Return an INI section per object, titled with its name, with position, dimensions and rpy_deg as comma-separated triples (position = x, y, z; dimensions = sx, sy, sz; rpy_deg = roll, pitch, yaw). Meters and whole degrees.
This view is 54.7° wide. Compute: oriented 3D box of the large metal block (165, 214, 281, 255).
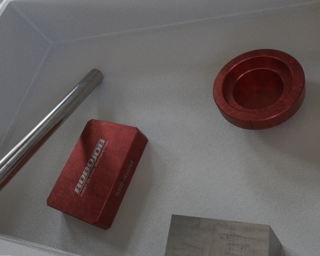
[large metal block]
position = 0.058, 0.114, 0.270
dimensions = 0.080, 0.080, 0.050
rpy_deg = -2, 61, 27

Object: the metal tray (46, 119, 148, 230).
[metal tray]
position = -0.082, 0.056, 0.410
dimensions = 0.090, 0.030, 0.130
rpy_deg = 10, 67, 32

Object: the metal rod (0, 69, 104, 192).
[metal rod]
position = -0.153, 0.004, 0.406
dimensions = 0.025, 0.025, 0.301
rpy_deg = -4, 36, 26

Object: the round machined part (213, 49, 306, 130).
[round machined part]
position = 0.115, -0.040, 0.359
dimensions = 0.098, 0.042, 0.098
rpy_deg = -13, 56, 20
